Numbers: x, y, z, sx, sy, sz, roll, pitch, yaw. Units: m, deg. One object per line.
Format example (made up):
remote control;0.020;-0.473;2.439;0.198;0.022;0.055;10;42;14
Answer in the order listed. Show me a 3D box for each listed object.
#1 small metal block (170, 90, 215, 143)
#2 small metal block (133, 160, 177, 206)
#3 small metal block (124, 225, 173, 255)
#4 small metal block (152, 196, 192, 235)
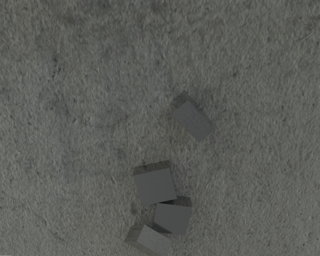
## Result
small metal block;0.040;-0.016;0.391;0.025;0.050;0.050;-40;106;13
small metal block;-0.006;0.078;0.438;0.050;0.025;0.050;-13;110;4
small metal block;-0.018;0.168;0.457;0.050;0.025;0.050;34;149;-12
small metal block;0.017;0.127;0.457;0.050;0.025;0.050;8;110;-4
